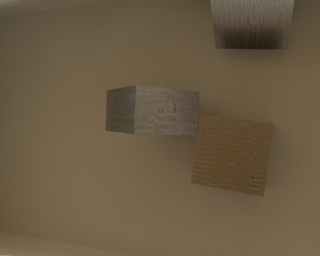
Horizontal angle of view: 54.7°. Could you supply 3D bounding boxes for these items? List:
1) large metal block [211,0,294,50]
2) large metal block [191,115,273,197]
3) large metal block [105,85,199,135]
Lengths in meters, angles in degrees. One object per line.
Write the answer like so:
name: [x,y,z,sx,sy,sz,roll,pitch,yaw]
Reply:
large metal block: [0.102,-0.134,0.338,0.080,0.080,0.050,6,57,19]
large metal block: [0.086,0.029,0.366,0.080,0.050,0.079,7,93,19]
large metal block: [-0.011,-0.019,0.367,0.080,0.081,0.050,4,92,59]
